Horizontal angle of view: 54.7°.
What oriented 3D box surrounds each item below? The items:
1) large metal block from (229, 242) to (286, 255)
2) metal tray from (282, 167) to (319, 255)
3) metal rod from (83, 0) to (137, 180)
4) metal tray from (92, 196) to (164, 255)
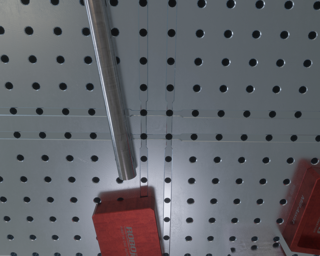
[{"bbox_3d":[0.154,0.231,0.487,0.080,0.050,0.079,-3,110,1],"label":"large metal block"},{"bbox_3d":[0.248,0.128,0.459,0.091,0.030,0.129,9,110,-4],"label":"metal tray"},{"bbox_3d":[-0.065,-0.071,0.386,0.025,0.025,0.298,-7,110,2],"label":"metal rod"},{"bbox_3d":[-0.044,0.172,0.474,0.091,0.030,0.129,-7,110,2],"label":"metal tray"}]
